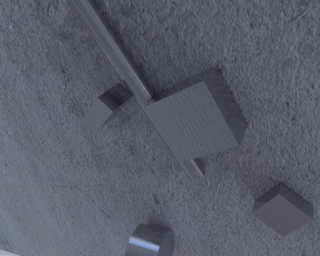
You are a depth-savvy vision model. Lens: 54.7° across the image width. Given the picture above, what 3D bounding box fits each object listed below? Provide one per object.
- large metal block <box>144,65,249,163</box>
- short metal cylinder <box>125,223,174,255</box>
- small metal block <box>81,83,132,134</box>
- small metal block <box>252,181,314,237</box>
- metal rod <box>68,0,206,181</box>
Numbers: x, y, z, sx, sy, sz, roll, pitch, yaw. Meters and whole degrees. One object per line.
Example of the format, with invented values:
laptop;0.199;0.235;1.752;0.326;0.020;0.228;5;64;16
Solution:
large metal block;0.043;-0.014;0.358;0.080;0.050;0.080;-21;108;35
short metal cylinder;-0.015;0.201;0.502;0.050;0.080;0.079;9;122;23
small metal block;-0.070;-0.027;0.409;0.025;0.050;0.050;44;129;-2
small metal block;0.154;0.103;0.389;0.050;0.025;0.050;38;129;2
metal rod;-0.031;-0.058;0.385;0.025;0.025;0.299;-25;106;36
